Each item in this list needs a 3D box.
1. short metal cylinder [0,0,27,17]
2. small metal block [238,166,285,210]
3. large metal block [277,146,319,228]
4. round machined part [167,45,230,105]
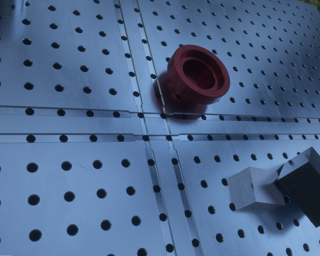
[{"bbox_3d":[-0.211,-0.190,0.395,0.081,0.050,0.080,14,56,-21],"label":"short metal cylinder"},{"bbox_3d":[0.142,0.085,0.435,0.050,0.025,0.050,12,57,-22],"label":"small metal block"},{"bbox_3d":[0.223,0.082,0.448,0.080,0.050,0.080,52,30,8],"label":"large metal block"},{"bbox_3d":[0.055,-0.077,0.475,0.099,0.042,0.098,14,56,-21],"label":"round machined part"}]
